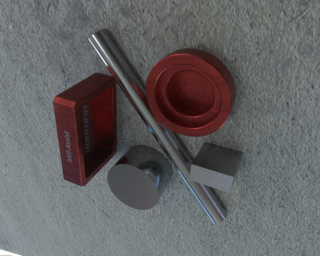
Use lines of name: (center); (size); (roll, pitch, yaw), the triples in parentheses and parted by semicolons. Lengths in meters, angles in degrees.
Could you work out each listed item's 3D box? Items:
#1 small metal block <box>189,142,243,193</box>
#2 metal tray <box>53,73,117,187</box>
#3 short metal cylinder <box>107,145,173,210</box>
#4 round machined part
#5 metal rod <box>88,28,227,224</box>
small metal block: (0.069, 0.047, 0.380); (0.050, 0.050, 0.025); (16, 125, 19)
metal tray: (-0.094, 0.002, 0.416); (0.030, 0.090, 0.129); (17, 125, 18)
short metal cylinder: (-0.028, 0.071, 0.449); (0.080, 0.050, 0.079); (13, 124, 20)
round machined part: (0.037, -0.042, 0.351); (0.098, 0.042, 0.097); (13, 124, 20)
metal rod: (0.004, 0.007, 0.410); (0.025, 0.025, 0.299); (-24, 106, 36)
